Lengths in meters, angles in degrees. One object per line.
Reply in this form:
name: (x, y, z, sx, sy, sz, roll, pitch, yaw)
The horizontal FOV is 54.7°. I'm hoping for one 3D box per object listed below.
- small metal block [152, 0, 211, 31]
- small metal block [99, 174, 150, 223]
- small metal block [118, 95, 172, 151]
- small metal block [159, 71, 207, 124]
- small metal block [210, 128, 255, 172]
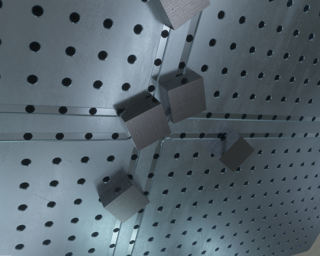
small metal block: (0.020, -0.144, 0.335, 0.050, 0.025, 0.050, -37, 130, -4)
small metal block: (-0.051, 0.103, 0.449, 0.050, 0.025, 0.050, -38, 130, -3)
small metal block: (-0.019, -0.006, 0.399, 0.050, 0.025, 0.050, -29, 129, -11)
small metal block: (0.031, -0.040, 0.405, 0.050, 0.025, 0.050, -23, 127, -15)
small metal block: (0.117, 0.036, 0.501, 0.050, 0.025, 0.050, -47, 130, 5)
